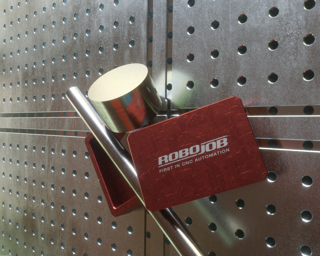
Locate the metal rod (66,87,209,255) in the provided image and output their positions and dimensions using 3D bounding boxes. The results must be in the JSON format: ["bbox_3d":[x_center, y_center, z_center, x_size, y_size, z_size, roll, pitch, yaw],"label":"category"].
[{"bbox_3d":[-0.045,0.045,0.402,0.300,0.025,0.025,49,119,28],"label":"metal rod"}]

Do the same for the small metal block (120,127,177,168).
[{"bbox_3d":[-0.014,0.024,0.399,0.050,0.050,0.025,48,119,29],"label":"small metal block"}]

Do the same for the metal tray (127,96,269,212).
[{"bbox_3d":[0.038,0.030,0.336,0.130,0.030,0.090,-19,77,13],"label":"metal tray"}]

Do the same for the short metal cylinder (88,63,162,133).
[{"bbox_3d":[-0.044,-0.039,0.397,0.080,0.080,0.050,11,139,39],"label":"short metal cylinder"}]

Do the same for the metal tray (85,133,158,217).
[{"bbox_3d":[-0.054,0.049,0.445,0.090,0.030,0.130,-39,67,33],"label":"metal tray"}]
